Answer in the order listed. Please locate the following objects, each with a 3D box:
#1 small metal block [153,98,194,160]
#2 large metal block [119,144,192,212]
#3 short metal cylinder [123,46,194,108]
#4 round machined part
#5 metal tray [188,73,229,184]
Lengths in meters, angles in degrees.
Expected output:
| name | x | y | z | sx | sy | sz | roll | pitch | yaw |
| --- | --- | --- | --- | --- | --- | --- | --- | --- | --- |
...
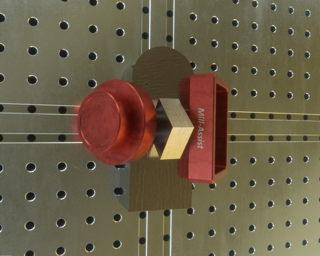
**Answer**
| name | x | y | z | sx | sy | sz | roll | pitch | yaw |
| --- | --- | --- | --- | --- | --- | --- | --- | --- | --- |
| small metal block | 0.011 | 0.001 | 0.358 | 0.025 | 0.050 | 0.050 | 0 | 132 | -23 |
| large metal block | -0.006 | 0.059 | 0.397 | 0.081 | 0.050 | 0.080 | 2 | 89 | -20 |
| short metal cylinder | -0.003 | -0.059 | 0.397 | 0.081 | 0.050 | 0.080 | 0 | 90 | -20 |
| round machined part | -0.055 | -0.006 | 0.349 | 0.042 | 0.098 | 0.097 | 2 | 89 | -53 |
| metal tray | 0.066 | 0.001 | 0.404 | 0.030 | 0.090 | 0.129 | 1 | 90 | 23 |
